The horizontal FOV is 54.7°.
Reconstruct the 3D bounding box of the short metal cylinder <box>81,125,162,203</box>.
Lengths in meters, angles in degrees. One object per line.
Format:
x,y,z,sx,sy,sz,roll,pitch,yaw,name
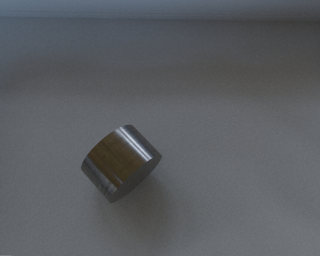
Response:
-0.044,0.042,0.365,0.080,0.080,0.050,-41,76,-14,short metal cylinder
